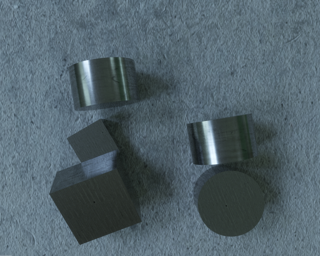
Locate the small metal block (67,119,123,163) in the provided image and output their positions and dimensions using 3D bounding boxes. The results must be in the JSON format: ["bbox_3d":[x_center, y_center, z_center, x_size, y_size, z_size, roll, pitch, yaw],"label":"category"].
[{"bbox_3d":[-0.085,0.022,0.409,0.050,0.025,0.050,-31,90,0],"label":"small metal block"}]

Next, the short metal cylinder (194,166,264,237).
[{"bbox_3d":[0.086,0.091,0.398,0.081,0.050,0.079,0,90,0],"label":"short metal cylinder"}]

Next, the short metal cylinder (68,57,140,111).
[{"bbox_3d":[-0.068,-0.052,0.382,0.080,0.080,0.050,-9,90,0],"label":"short metal cylinder"}]

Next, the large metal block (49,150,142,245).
[{"bbox_3d":[-0.076,0.085,0.383,0.080,0.050,0.080,-21,113,0],"label":"large metal block"}]

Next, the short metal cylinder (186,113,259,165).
[{"bbox_3d":[0.077,0.013,0.383,0.080,0.080,0.050,-9,90,0],"label":"short metal cylinder"}]
